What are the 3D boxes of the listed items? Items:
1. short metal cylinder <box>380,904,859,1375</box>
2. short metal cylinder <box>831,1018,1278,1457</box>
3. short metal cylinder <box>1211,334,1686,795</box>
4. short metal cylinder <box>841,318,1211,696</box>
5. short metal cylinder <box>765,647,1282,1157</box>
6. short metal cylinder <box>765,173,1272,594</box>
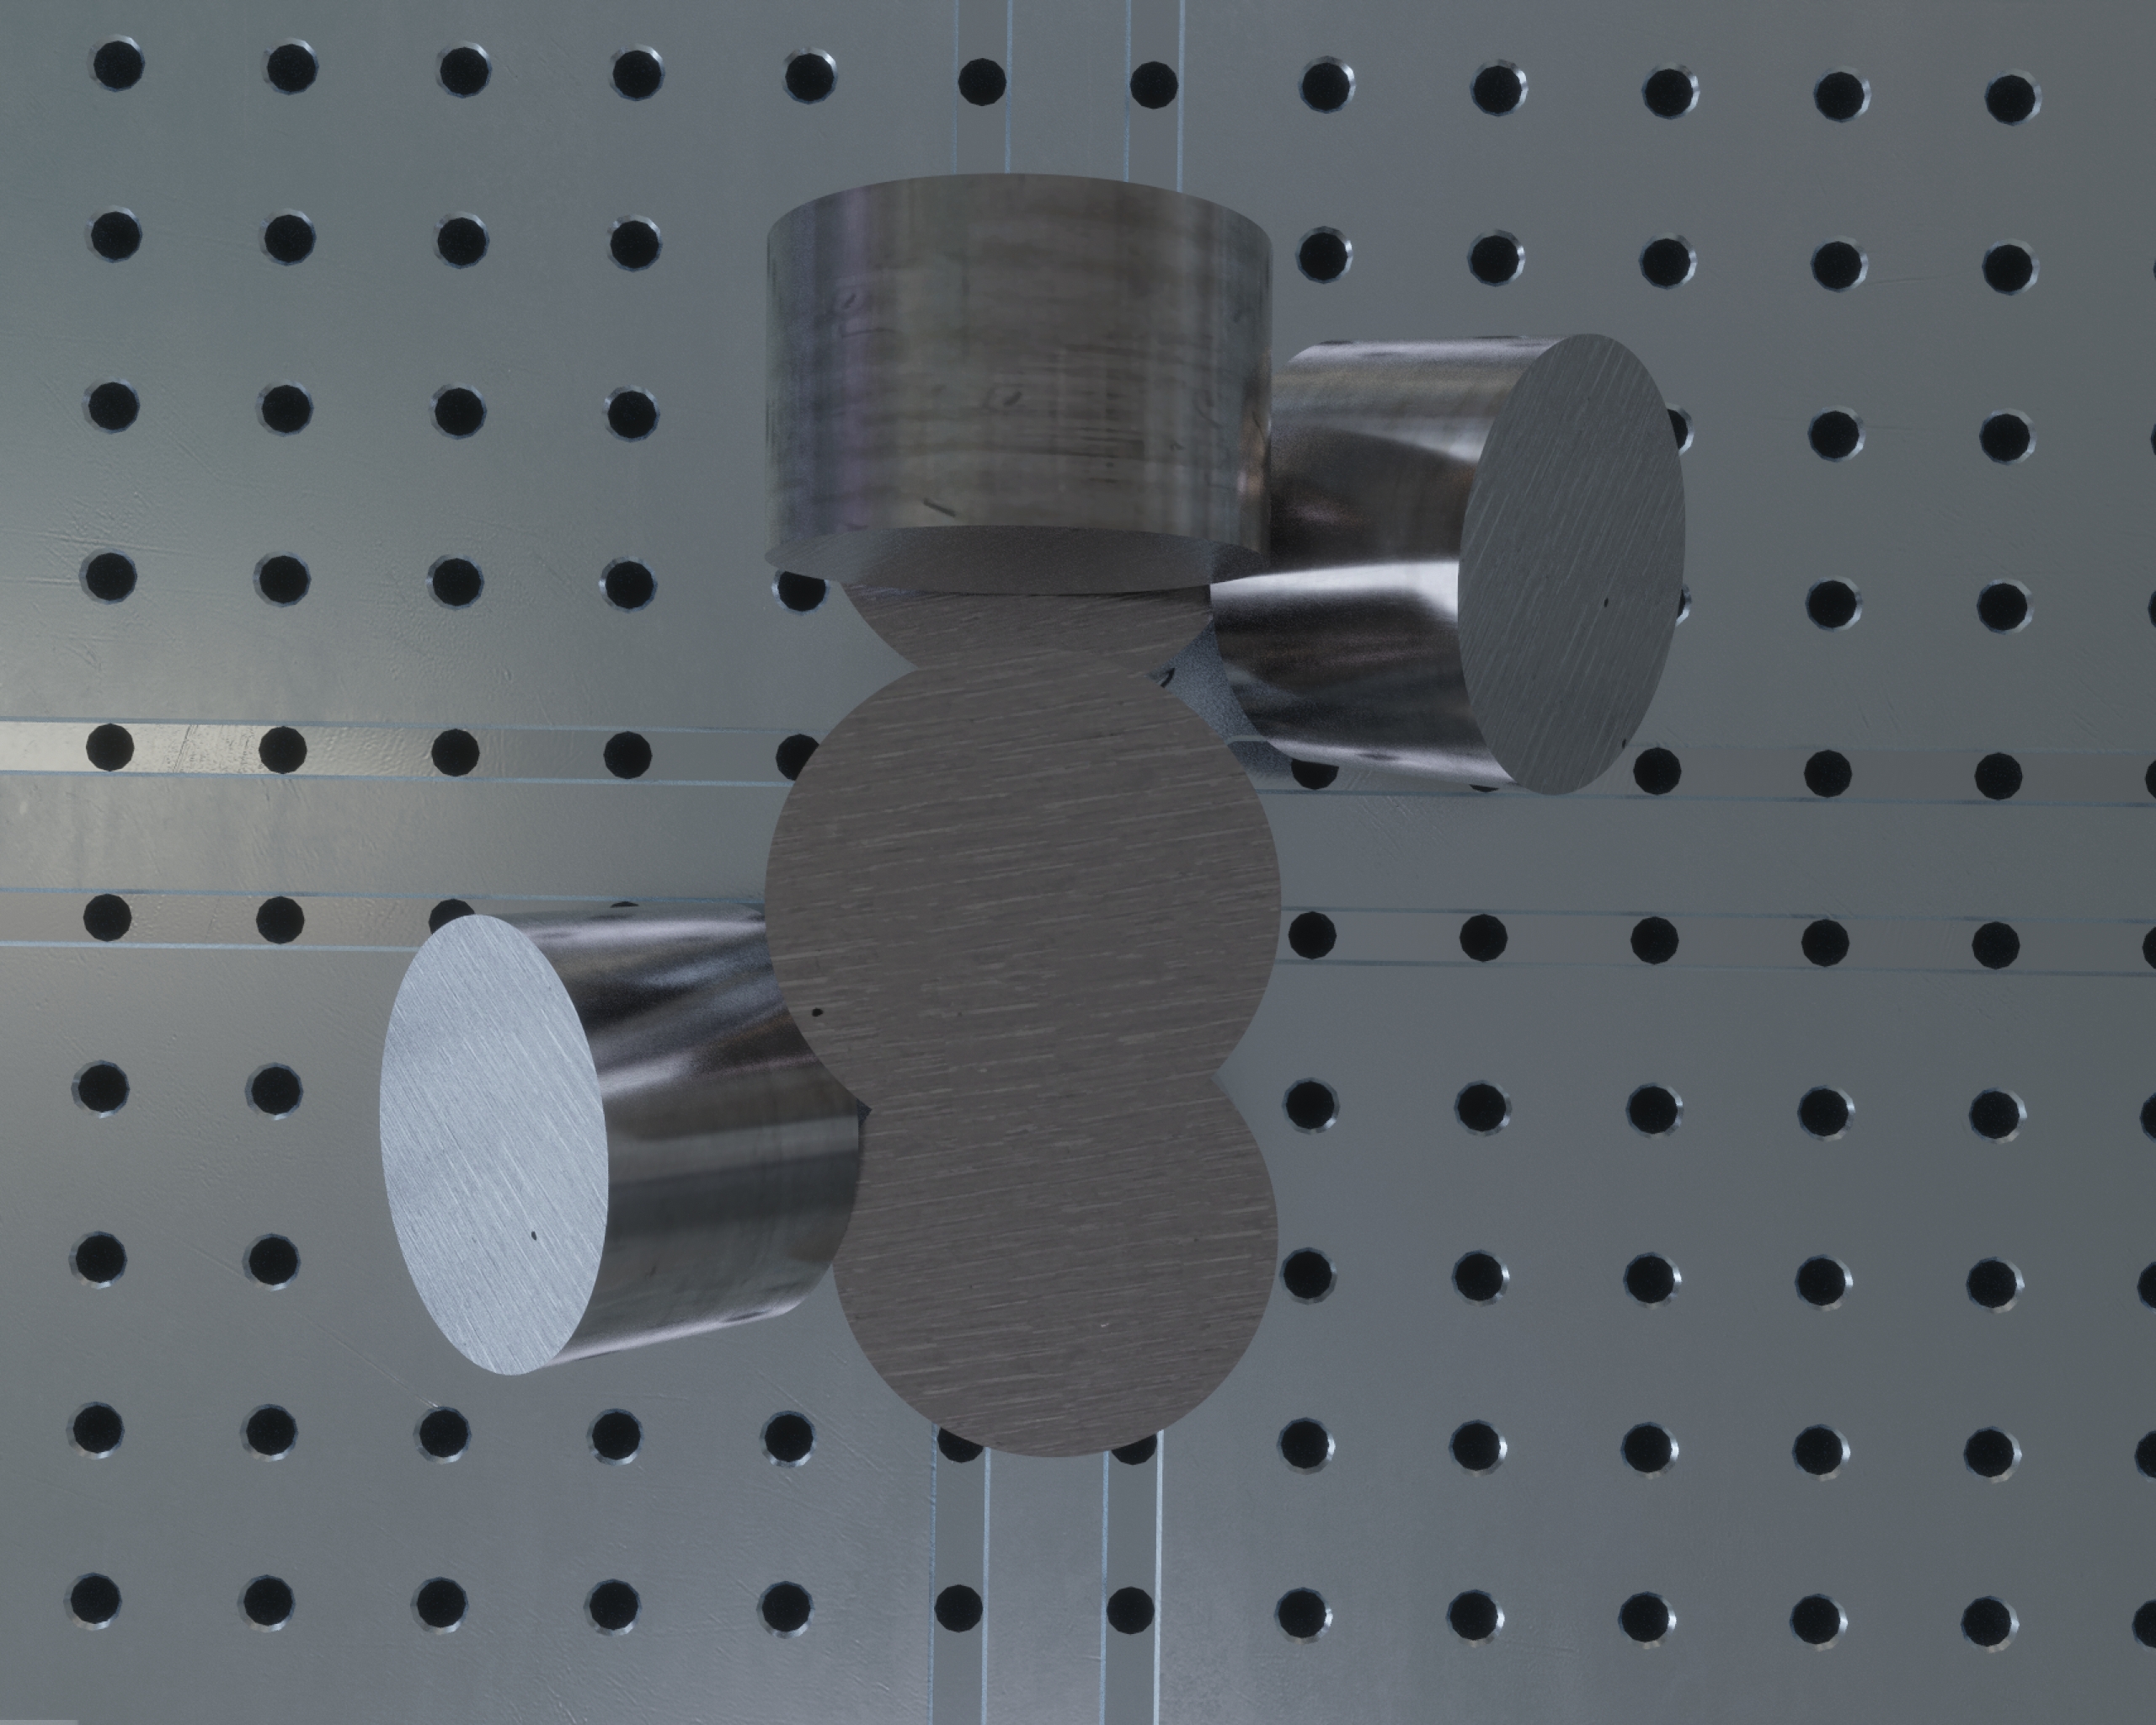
[{"bbox_3d":[-0.085,0.048,0.380,0.050,0.080,0.080,-2,90,-44],"label":"short metal cylinder"},{"bbox_3d":[-0.004,0.067,0.400,0.081,0.050,0.079,0,91,-1],"label":"short metal cylinder"},{"bbox_3d":[0.069,-0.055,0.379,0.050,0.080,0.080,11,90,40],"label":"short metal cylinder"},{"bbox_3d":[-0.007,-0.069,0.400,0.081,0.050,0.079,0,91,0],"label":"short metal cylinder"},{"bbox_3d":[-0.008,0.006,0.350,0.081,0.050,0.079,0,90,0],"label":"short metal cylinder"},{"bbox_3d":[-0.009,-0.073,0.334,0.081,0.080,0.050,0,90,0],"label":"short metal cylinder"}]
